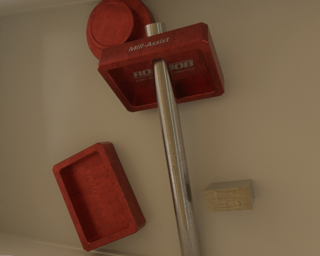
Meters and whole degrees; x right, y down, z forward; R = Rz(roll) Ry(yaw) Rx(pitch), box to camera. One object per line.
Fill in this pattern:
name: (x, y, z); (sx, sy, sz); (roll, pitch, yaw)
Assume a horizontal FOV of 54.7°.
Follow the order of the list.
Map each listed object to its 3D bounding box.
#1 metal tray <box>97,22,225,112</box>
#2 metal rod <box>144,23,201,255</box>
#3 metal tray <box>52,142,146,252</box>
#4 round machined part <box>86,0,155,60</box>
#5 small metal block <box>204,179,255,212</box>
metal tray: (0.004, -0.067, 0.373); (0.130, 0.090, 0.030); (-9, 53, 19)
metal rod: (0.018, 0.025, 0.380); (0.025, 0.025, 0.298); (-7, 96, 19)
metal tray: (-0.087, 0.095, 0.437); (0.090, 0.030, 0.130); (-27, 81, 17)
round machined part: (-0.058, -0.134, 0.421); (0.098, 0.042, 0.097); (0, 90, 19)
small metal block: (0.083, 0.080, 0.368); (0.050, 0.050, 0.025); (-10, 87, 19)
